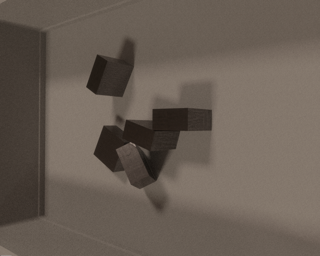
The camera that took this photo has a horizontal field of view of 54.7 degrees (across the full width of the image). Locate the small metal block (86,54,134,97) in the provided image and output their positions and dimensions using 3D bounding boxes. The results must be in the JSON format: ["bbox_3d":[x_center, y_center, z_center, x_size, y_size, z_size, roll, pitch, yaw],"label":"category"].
[{"bbox_3d":[-0.072,-0.074,0.447,0.025,0.050,0.050,36,112,34],"label":"small metal block"}]

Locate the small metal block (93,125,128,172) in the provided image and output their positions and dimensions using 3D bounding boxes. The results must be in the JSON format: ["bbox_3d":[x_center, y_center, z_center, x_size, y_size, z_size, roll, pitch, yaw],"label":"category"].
[{"bbox_3d":[-0.067,0.030,0.460,0.050,0.025,0.050,35,111,34],"label":"small metal block"}]

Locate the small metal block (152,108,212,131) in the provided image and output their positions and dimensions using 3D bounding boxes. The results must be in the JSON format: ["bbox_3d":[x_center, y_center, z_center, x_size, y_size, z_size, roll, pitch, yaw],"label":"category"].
[{"bbox_3d":[0.027,-0.010,0.367,0.050,0.050,0.025,1,91,39],"label":"small metal block"}]

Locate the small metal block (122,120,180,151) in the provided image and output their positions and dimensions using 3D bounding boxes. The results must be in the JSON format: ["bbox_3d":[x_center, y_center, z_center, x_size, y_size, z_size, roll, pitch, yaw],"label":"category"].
[{"bbox_3d":[-0.011,0.008,0.398,0.050,0.050,0.025,21,103,38],"label":"small metal block"}]

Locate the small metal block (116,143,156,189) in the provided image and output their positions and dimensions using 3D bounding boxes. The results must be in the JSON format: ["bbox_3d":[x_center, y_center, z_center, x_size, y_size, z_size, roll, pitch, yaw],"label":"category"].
[{"bbox_3d":[-0.031,0.050,0.410,0.025,0.050,0.050,-27,70,1],"label":"small metal block"}]
